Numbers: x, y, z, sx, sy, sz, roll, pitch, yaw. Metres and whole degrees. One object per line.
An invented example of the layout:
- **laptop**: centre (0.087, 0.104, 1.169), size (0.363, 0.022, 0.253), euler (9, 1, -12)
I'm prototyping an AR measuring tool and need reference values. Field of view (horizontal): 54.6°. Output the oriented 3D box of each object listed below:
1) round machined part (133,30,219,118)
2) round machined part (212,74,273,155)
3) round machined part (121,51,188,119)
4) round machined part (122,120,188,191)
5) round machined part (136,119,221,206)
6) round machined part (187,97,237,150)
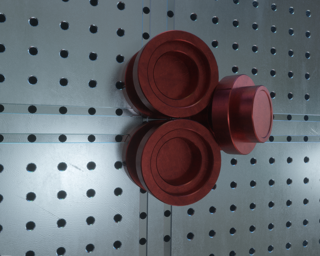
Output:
- **round machined part**: centre (0.015, -0.060, 0.364), size (0.099, 0.042, 0.097), euler (0, 90, -20)
- **round machined part**: centre (0.105, -0.016, 0.374), size (0.099, 0.042, 0.097), euler (1, 89, -52)
- **round machined part**: centre (0.002, -0.060, 0.405), size (0.099, 0.042, 0.097), euler (0, 90, -20)
- **round machined part**: centre (0.003, 0.038, 0.405), size (0.099, 0.042, 0.097), euler (0, 90, -20)
- **round machined part**: centre (0.019, 0.038, 0.365), size (0.099, 0.042, 0.097), euler (0, 90, -20)
- **round machined part**: centre (0.087, -0.017, 0.435), size (0.099, 0.042, 0.097), euler (0, 90, -20)
